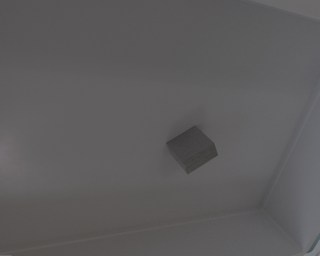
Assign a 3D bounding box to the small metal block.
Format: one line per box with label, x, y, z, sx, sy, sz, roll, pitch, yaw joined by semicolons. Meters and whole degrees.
small metal block;0.044;0.029;0.434;0.050;0.050;0.025;-31;129;-9
